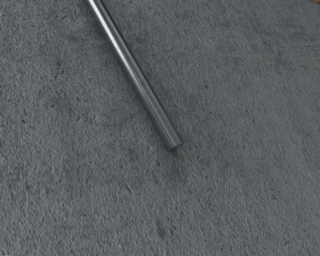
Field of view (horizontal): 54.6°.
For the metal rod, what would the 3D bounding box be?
[{"bbox_3d":[-0.049,-0.101,0.438,0.025,0.025,0.299,-18,71,-35],"label":"metal rod"}]
